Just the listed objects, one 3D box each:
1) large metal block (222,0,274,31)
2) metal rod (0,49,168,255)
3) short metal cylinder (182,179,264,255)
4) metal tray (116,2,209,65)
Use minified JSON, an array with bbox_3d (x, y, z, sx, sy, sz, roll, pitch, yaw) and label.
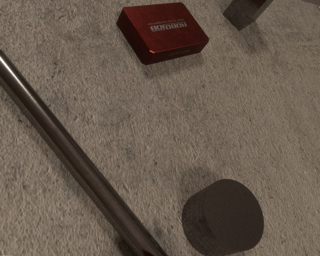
[{"bbox_3d":[0.186,-0.254,0.626,0.050,0.080,0.080,47,51,4],"label":"large metal block"},{"bbox_3d":[-0.093,0.033,0.334,0.300,0.025,0.025,50,51,6],"label":"metal rod"},{"bbox_3d":[0.073,0.106,0.364,0.081,0.050,0.080,14,56,-21],"label":"short metal cylinder"},{"bbox_3d":[0.007,-0.156,0.502,0.131,0.030,0.090,-22,74,-36],"label":"metal tray"}]
